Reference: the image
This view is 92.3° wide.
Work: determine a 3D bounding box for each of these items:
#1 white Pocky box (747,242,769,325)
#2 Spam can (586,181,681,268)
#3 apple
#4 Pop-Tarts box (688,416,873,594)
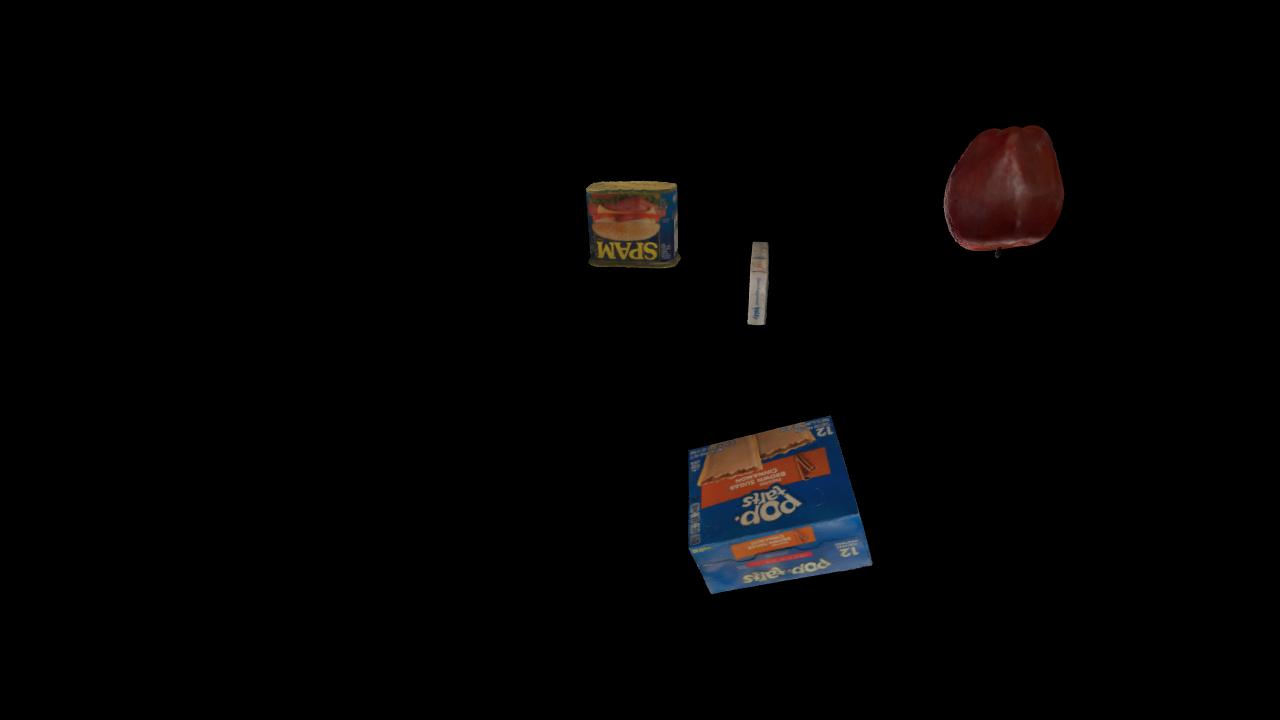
[{"bbox_3d":[0.182,-0.120,0.937,0.028,0.084,0.154,3,27,11],"label":"white Pocky box"},{"bbox_3d":[-0.007,-0.150,0.677,0.101,0.085,0.058,3,25,11],"label":"Spam can"},{"bbox_3d":[0.268,-0.123,0.458,0.079,0.093,0.079,-1,9,0],"label":"apple"},{"bbox_3d":[0.140,0.151,0.652,0.167,0.083,0.141,-17,33,16],"label":"Pop-Tarts box"}]
